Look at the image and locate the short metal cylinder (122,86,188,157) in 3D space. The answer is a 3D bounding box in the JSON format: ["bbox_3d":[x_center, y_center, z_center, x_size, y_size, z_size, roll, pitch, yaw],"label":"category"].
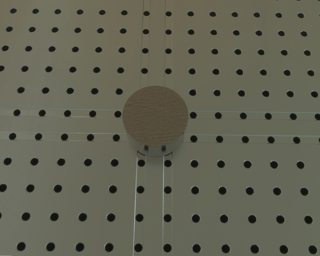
[{"bbox_3d":[-0.006,-0.008,0.401,0.081,0.050,0.080,0,70,0],"label":"short metal cylinder"}]
